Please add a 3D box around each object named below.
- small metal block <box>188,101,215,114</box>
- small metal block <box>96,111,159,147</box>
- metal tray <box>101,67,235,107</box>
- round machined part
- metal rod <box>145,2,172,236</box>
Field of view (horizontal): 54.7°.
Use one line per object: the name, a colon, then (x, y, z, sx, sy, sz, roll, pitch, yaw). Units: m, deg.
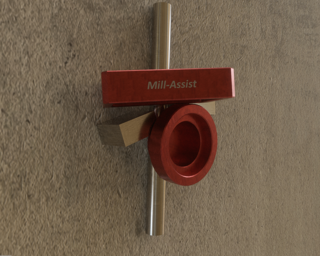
small metal block: (0.040, -0.030, 0.426, 0.050, 0.050, 0.025, -2, 92, -40)
small metal block: (-0.038, 0.000, 0.360, 0.050, 0.050, 0.025, -25, 106, -38)
metal tray: (0.003, -0.042, 0.338, 0.131, 0.090, 0.030, -4, 92, -11)
round machined part: (0.024, 0.019, 0.381, 0.099, 0.042, 0.097, -4, 96, -42)
metal rod: (-0.002, -0.013, 0.407, 0.025, 0.025, 0.298, 3, 88, -40)
